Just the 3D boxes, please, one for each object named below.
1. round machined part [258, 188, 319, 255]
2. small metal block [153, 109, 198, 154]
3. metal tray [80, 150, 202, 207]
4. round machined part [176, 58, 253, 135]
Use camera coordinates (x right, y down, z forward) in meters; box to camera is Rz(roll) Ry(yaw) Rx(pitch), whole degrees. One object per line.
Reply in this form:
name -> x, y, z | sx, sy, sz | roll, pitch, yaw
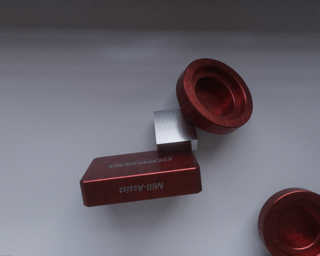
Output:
round machined part -> 0.177, 0.126, 0.405 | 0.099, 0.042, 0.097 | 0, 90, -1
small metal block -> 0.019, 0.003, 0.400 | 0.050, 0.025, 0.050 | -6, 57, 0
metal tray -> -0.021, 0.055, 0.376 | 0.131, 0.090, 0.030 | -7, 101, -1
round machined part -> 0.064, -0.035, 0.388 | 0.099, 0.042, 0.098 | 12, 59, -21
